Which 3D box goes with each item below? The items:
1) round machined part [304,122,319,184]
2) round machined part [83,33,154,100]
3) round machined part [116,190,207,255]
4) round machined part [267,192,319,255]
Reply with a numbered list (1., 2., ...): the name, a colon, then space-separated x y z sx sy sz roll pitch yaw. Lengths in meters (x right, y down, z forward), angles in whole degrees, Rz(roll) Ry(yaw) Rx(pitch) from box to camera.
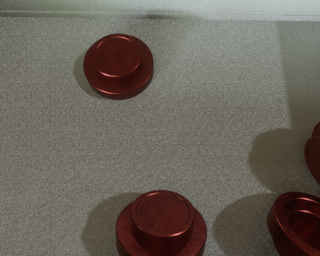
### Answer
1. round machined part: 0.207 0.036 0.359 0.042 0.098 0.098 -18 71 -6
2. round machined part: -0.058 -0.092 0.434 0.099 0.042 0.098 0 70 0
3. round machined part: 0.002 0.105 0.334 0.099 0.042 0.098 3 29 -2
4. round machined part: 0.165 0.120 0.341 0.099 0.042 0.098 11 32 -7
